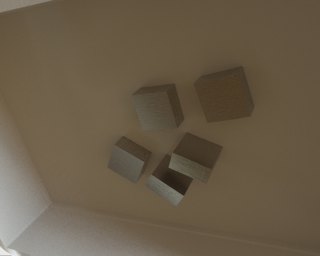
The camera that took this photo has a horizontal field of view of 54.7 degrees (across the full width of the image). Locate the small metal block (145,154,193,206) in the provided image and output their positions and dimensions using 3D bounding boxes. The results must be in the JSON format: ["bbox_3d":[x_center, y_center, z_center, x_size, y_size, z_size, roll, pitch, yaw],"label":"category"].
[{"bbox_3d":[0.015,0.071,0.427,0.050,0.050,0.025,33,128,6],"label":"small metal block"}]

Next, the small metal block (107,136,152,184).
[{"bbox_3d":[-0.046,0.048,0.461,0.050,0.025,0.050,29,128,9],"label":"small metal block"}]

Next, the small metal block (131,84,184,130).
[{"bbox_3d":[-0.002,-0.026,0.393,0.050,0.025,0.050,-3,117,29],"label":"small metal block"}]

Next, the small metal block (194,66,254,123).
[{"bbox_3d":[0.072,-0.036,0.347,0.050,0.025,0.050,-9,114,32],"label":"small metal block"}]

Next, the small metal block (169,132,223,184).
[{"bbox_3d":[0.046,0.037,0.390,0.050,0.050,0.025,23,127,14],"label":"small metal block"}]
